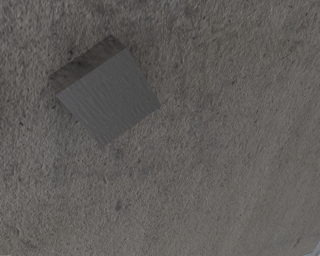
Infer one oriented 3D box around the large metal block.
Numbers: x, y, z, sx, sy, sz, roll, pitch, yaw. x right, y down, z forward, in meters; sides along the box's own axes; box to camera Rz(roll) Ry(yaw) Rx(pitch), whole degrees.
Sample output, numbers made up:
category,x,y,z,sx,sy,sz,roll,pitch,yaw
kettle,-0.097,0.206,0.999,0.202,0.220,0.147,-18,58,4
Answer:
category,x,y,z,sx,sy,sz,roll,pitch,yaw
large metal block,-0.058,-0.039,0.335,0.080,0.050,0.080,-36,129,-5
